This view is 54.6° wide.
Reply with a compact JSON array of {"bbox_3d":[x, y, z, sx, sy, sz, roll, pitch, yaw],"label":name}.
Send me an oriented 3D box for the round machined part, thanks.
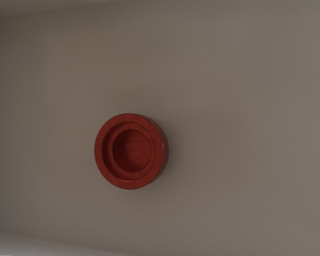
[{"bbox_3d":[-0.034,0.030,0.414,0.098,0.042,0.097,0,90,20],"label":"round machined part"}]
